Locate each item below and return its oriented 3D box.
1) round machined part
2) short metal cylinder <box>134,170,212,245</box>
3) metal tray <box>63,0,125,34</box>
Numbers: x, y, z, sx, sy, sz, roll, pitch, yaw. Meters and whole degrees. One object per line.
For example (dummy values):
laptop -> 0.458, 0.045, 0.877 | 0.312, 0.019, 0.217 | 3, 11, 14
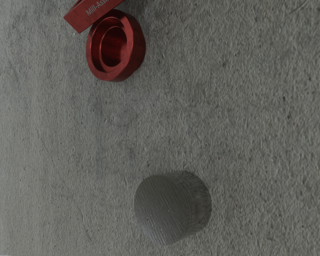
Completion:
round machined part -> -0.059, -0.114, 0.442 | 0.098, 0.042, 0.097 | 0, 90, 40
short metal cylinder -> 0.015, 0.094, 0.376 | 0.080, 0.050, 0.080 | 0, 90, 40
metal tray -> -0.068, -0.191, 0.424 | 0.130, 0.030, 0.090 | -19, 39, 38
